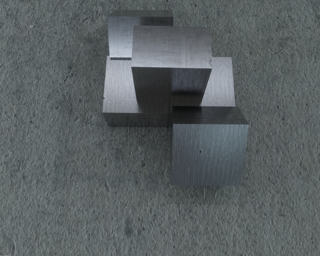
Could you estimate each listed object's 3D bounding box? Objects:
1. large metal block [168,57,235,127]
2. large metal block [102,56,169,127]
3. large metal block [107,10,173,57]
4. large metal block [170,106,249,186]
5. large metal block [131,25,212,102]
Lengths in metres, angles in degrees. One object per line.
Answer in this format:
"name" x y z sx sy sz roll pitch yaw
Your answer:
"large metal block" 0.052 -0.047 0.412 0.081 0.050 0.080 1 70 0
"large metal block" -0.029 -0.047 0.411 0.081 0.050 0.080 1 70 0
"large metal block" -0.024 -0.130 0.421 0.081 0.050 0.080 0 26 0
"large metal block" 0.054 0.021 0.367 0.081 0.079 0.050 1 26 -1
"large metal block" 0.012 -0.070 0.353 0.081 0.080 0.050 1 70 0
